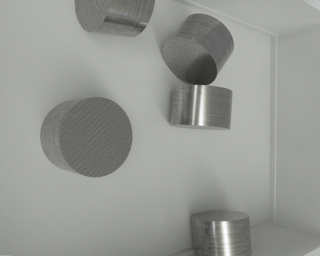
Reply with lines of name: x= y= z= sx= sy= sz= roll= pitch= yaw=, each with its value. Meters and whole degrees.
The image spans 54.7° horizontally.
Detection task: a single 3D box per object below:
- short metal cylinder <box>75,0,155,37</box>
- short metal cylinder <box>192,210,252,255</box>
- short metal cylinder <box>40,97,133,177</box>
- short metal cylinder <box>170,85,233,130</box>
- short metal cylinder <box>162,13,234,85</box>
short metal cylinder: x=-0.050 y=-0.140 z=0.329 sx=0.050 sy=0.080 sz=0.079 roll=-6 pitch=94 yaw=-40
short metal cylinder: x=0.087 y=0.150 z=0.441 sx=0.081 sy=0.080 sz=0.050 roll=1 pitch=83 yaw=-40
short metal cylinder: x=-0.077 y=0.009 z=0.326 sx=0.081 sy=0.050 sz=0.080 roll=0 pitch=90 yaw=-40
short metal cylinder: x=0.055 y=-0.025 z=0.417 sx=0.081 sy=0.080 sz=0.050 roll=7 pitch=86 yaw=-40
short metal cylinder: x=0.051 y=-0.103 z=0.413 sx=0.080 sy=0.080 sz=0.050 roll=50 pitch=61 yaw=-29
